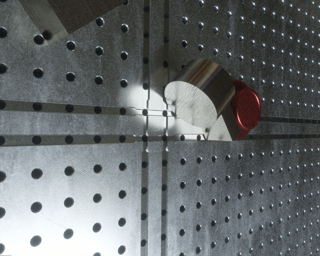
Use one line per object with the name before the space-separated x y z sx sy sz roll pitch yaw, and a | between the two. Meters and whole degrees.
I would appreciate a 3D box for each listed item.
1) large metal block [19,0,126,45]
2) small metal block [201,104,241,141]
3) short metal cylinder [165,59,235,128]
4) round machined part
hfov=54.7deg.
large metal block | -0.095 -0.143 0.314 0.080 0.050 0.080 -45 117 -31
small metal block | 0.087 -0.008 0.469 0.025 0.050 0.050 -41 116 -32
short metal cylinder | 0.054 -0.046 0.421 0.050 0.080 0.080 -50 120 -28
round machined part | 0.130 -0.031 0.510 0.099 0.042 0.097 0 90 -40
